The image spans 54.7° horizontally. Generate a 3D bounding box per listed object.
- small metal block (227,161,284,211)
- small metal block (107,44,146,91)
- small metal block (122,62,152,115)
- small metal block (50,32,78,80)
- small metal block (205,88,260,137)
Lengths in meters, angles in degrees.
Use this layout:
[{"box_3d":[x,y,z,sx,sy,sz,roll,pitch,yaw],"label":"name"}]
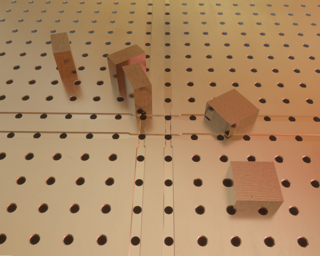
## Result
[{"box_3d":[0.107,0.066,0.354,0.050,0.025,0.050,1,50,0],"label":"small metal block"},{"box_3d":[-0.049,-0.091,0.468,0.050,0.050,0.025,-28,56,-22],"label":"small metal block"},{"box_3d":[-0.032,-0.055,0.438,0.025,0.050,0.050,-18,53,-14],"label":"small metal block"},{"box_3d":[-0.150,-0.113,0.484,0.025,0.050,0.050,-13,52,-11],"label":"small metal block"},{"box_3d":[0.098,-0.022,0.427,0.050,0.025,0.050,-26,55,-21],"label":"small metal block"}]
